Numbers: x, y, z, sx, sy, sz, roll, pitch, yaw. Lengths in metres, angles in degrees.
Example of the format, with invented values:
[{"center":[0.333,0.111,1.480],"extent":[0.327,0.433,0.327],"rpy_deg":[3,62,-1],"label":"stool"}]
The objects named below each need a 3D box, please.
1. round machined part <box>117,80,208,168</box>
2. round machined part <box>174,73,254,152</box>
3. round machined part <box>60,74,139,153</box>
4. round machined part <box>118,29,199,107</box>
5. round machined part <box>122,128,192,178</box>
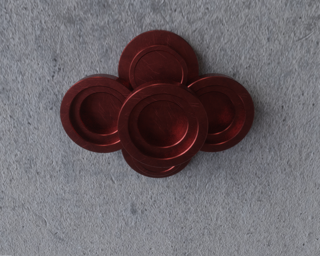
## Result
[{"center":[0.003,-0.007,0.354],"extent":[0.099,0.042,0.097],"rpy_deg":[0,111,-1],"label":"round machined part"},{"center":[0.065,-0.022,0.395],"extent":[0.099,0.042,0.097],"rpy_deg":[0,110,-1],"label":"round machined part"},{"center":[-0.071,-0.021,0.393],"extent":[0.099,0.042,0.097],"rpy_deg":[0,110,-1],"label":"round machined part"},{"center":[-0.002,-0.068,0.377],"extent":[0.099,0.042,0.097],"rpy_deg":[0,110,-1],"label":"round machined part"},{"center":[-0.003,0.024,0.411],"extent":[0.099,0.042,0.097],"rpy_deg":[0,110,-1],"label":"round machined part"}]
